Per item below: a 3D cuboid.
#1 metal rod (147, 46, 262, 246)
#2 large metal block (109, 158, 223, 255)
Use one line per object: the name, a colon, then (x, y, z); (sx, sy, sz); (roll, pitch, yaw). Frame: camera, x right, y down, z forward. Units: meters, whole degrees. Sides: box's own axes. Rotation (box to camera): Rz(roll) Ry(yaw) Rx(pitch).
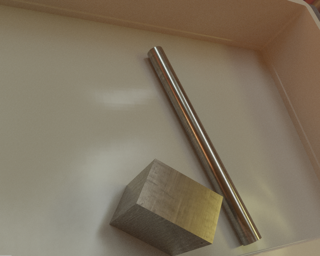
metal rod: (0.053, 0.012, 0.428); (0.025, 0.025, 0.299); (-13, 69, -34)
large metal block: (0.005, 0.086, 0.322); (0.080, 0.080, 0.050); (31, 52, -9)
